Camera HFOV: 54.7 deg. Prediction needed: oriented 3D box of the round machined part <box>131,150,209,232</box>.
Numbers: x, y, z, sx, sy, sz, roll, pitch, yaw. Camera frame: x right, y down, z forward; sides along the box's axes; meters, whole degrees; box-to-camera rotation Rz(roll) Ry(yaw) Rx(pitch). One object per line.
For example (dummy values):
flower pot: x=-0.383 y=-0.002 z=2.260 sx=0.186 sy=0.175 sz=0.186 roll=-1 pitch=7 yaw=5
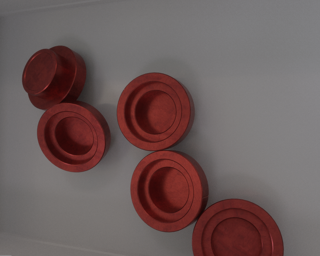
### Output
round machined part: x=0.015 y=0.077 z=0.390 sx=0.098 sy=0.042 sz=0.097 roll=-3 pitch=84 yaw=28

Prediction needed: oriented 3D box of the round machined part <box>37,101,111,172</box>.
round machined part: x=-0.115 y=0.009 z=0.433 sx=0.098 sy=0.042 sz=0.097 roll=3 pitch=106 yaw=10

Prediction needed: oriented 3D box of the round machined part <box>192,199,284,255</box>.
round machined part: x=0.089 y=0.134 z=0.360 sx=0.098 sy=0.042 sz=0.098 roll=-4 pitch=72 yaw=13

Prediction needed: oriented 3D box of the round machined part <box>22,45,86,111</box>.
round machined part: x=-0.157 y=-0.073 z=0.443 sx=0.098 sy=0.042 sz=0.098 roll=-8 pitch=73 yaw=28

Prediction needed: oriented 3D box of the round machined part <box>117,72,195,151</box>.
round machined part: x=-0.003 y=-0.020 z=0.402 sx=0.098 sy=0.042 sz=0.097 roll=0 pitch=89 yaw=20
